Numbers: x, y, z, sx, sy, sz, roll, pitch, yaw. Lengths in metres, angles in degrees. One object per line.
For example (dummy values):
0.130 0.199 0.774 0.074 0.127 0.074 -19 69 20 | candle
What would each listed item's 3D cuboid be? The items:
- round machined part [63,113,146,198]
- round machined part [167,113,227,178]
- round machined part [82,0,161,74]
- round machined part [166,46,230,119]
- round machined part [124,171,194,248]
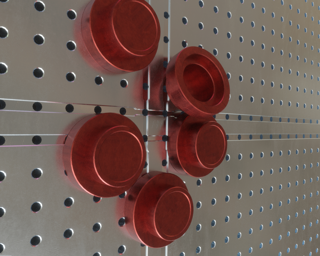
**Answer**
-0.055 0.031 0.354 0.099 0.042 0.097 0 90 -40 | round machined part
0.061 0.024 0.452 0.099 0.042 0.097 0 91 -40 | round machined part
-0.038 -0.116 0.367 0.099 0.042 0.097 0 90 -40 | round machined part
0.047 -0.059 0.429 0.099 0.042 0.098 13 67 -33 | round machined part
0.006 0.108 0.405 0.099 0.042 0.097 0 90 -40 | round machined part
